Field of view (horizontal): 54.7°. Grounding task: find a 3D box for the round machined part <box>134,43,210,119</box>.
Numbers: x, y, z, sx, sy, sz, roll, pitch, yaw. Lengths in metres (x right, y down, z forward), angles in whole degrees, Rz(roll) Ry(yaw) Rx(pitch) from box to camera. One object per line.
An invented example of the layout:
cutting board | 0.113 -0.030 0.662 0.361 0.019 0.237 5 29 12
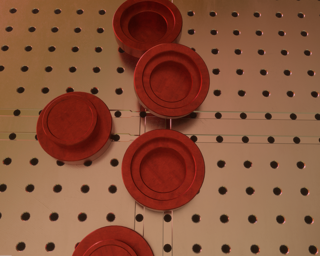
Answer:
round machined part | 0.014 -0.060 0.417 0.099 0.042 0.097 1 84 -6

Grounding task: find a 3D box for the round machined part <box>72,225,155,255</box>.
round machined part | -0.053 0.159 0.344 0.099 0.042 0.098 0 70 -1

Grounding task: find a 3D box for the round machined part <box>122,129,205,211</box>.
round machined part | 0.004 0.053 0.383 0.099 0.042 0.098 0 70 -1

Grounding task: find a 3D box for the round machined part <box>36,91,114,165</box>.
round machined part | -0.112 -0.004 0.403 0.099 0.042 0.098 0 70 -1

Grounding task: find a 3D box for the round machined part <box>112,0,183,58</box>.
round machined part | -0.017 -0.142 0.454 0.099 0.042 0.098 0 69 0
